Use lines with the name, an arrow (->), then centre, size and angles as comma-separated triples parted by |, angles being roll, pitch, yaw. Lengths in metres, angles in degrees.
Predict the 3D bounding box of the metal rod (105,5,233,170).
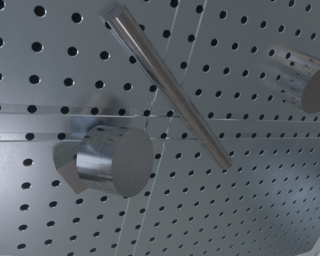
metal rod -> 0.031, -0.030, 0.409 | 0.025, 0.025, 0.300 | -41, 130, 0

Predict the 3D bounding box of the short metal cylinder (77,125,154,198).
short metal cylinder -> -0.050, 0.038, 0.366 | 0.080, 0.050, 0.079 | -13, 105, -57

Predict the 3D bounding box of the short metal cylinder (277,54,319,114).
short metal cylinder -> 0.231, -0.069, 0.479 | 0.081, 0.050, 0.079 | -14, 124, -21

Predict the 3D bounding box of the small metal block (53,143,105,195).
small metal block -> -0.097, 0.048, 0.388 | 0.050, 0.025, 0.050 | -31, 129, -9
